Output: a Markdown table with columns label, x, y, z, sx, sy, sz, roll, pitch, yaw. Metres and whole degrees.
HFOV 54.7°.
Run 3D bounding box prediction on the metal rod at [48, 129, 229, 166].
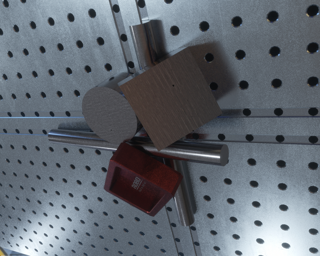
| label | x | y | z | sx | sy | sz | roll | pitch | yaw |
| --- | --- | --- | --- | --- | --- | --- | --- | --- | --- |
| metal rod | -0.052 | 0.022 | 0.431 | 0.300 | 0.025 | 0.025 | 4 | 121 | 34 |

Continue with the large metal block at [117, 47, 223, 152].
| label | x | y | z | sx | sy | sz | roll | pitch | yaw |
| --- | --- | --- | --- | --- | --- | --- | --- | --- | --- |
| large metal block | 0.009 | -0.033 | 0.344 | 0.080 | 0.050 | 0.080 | -31 | 105 | -3 |

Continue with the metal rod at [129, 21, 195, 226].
| label | x | y | z | sx | sy | sz | roll | pitch | yaw |
| --- | --- | --- | --- | --- | --- | --- | --- | --- | --- |
| metal rod | 0.009 | 0.012 | 0.414 | 0.025 | 0.025 | 0.298 | 1 | 119 | 28 |

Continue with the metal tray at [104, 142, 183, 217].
| label | x | y | z | sx | sy | sz | roll | pitch | yaw |
| --- | --- | --- | --- | --- | --- | --- | --- | --- | --- |
| metal tray | -0.029 | 0.078 | 0.438 | 0.090 | 0.030 | 0.129 | 29 | 149 | 2 |

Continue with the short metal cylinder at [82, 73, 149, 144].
| label | x | y | z | sx | sy | sz | roll | pitch | yaw |
| --- | --- | --- | --- | --- | --- | --- | --- | --- | --- |
| short metal cylinder | -0.054 | -0.026 | 0.407 | 0.080 | 0.050 | 0.079 | 13 | 124 | 21 |
